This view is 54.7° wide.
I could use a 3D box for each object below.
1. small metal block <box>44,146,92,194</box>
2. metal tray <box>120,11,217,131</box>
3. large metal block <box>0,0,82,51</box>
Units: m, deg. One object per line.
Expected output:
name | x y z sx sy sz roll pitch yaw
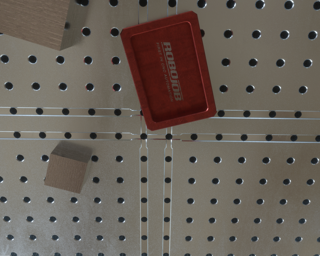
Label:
small metal block | -0.129 0.059 0.434 0.050 0.025 0.050 16 109 -6
metal tray | 0.013 -0.069 0.385 0.090 0.030 0.129 -14 110 4
large metal block | -0.137 -0.140 0.347 0.080 0.050 0.079 16 109 -6
